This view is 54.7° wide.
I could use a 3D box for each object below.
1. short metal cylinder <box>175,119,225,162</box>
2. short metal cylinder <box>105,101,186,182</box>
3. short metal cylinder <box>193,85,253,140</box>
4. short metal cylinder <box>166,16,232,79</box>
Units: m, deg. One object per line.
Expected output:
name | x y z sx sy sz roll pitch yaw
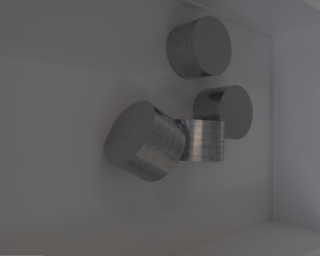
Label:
short metal cylinder | 0.044 0.016 0.408 0.081 0.080 0.050 3 88 -40
short metal cylinder | -0.018 0.015 0.356 0.050 0.080 0.080 35 69 -35
short metal cylinder | 0.096 -0.023 0.471 0.081 0.050 0.080 0 90 -40
short metal cylinder | 0.056 -0.111 0.436 0.081 0.050 0.080 0 90 -40
